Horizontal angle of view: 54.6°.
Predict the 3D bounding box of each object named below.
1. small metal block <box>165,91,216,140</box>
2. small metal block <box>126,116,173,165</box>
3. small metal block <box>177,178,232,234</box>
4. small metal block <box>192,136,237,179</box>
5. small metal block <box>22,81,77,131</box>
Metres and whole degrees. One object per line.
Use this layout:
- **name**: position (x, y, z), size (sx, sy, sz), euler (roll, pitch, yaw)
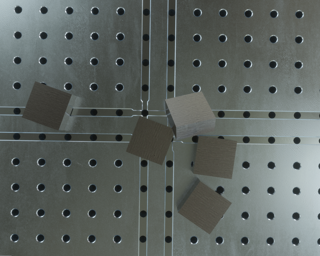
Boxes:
- **small metal block**: position (0.038, -0.016, 0.397), size (0.050, 0.025, 0.050), euler (-13, 49, -8)
- **small metal block**: position (-0.012, 0.016, 0.413), size (0.050, 0.025, 0.050), euler (21, 90, 0)
- **small metal block**: position (0.058, 0.103, 0.414), size (0.050, 0.025, 0.050), euler (35, 90, 0)
- **small metal block**: position (0.072, 0.038, 0.414), size (0.050, 0.025, 0.050), euler (8, 90, 0)
- **small metal block**: position (-0.146, -0.029, 0.412), size (0.050, 0.025, 0.050), euler (20, 90, 0)
